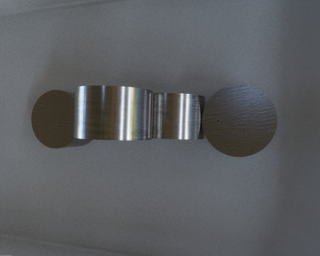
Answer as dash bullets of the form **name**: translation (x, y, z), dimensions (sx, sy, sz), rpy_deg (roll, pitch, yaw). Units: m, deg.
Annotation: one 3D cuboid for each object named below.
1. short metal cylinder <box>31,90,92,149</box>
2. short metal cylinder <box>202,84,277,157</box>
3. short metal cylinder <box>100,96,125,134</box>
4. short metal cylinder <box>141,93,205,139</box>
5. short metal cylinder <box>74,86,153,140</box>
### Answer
- **short metal cylinder**: translation (-0.133, -0.012, 0.442), dimensions (0.080, 0.050, 0.080), rpy_deg (0, 90, 20)
- **short metal cylinder**: translation (0.094, -0.008, 0.362), dimensions (0.080, 0.050, 0.080), rpy_deg (0, 90, 20)
- **short metal cylinder**: translation (-0.062, -0.016, 0.401), dimensions (0.080, 0.080, 0.050), rpy_deg (2, 91, 20)
- **short metal cylinder**: translation (0.014, -0.013, 0.374), dimensions (0.080, 0.080, 0.050), rpy_deg (2, 91, 20)
- **short metal cylinder**: translation (-0.048, -0.014, 0.323), dimensions (0.080, 0.080, 0.050), rpy_deg (2, 91, 20)
